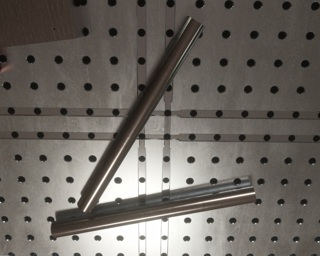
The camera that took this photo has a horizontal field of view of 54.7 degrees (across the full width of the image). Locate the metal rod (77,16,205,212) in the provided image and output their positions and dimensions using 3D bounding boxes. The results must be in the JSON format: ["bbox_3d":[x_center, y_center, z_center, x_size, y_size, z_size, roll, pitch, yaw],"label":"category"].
[{"bbox_3d":[-0.033,-0.006,0.410,0.025,0.025,0.298,29,107,-11],"label":"metal rod"}]

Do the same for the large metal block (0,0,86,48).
[{"bbox_3d":[-0.136,-0.138,0.347,0.080,0.050,0.079,-7,110,2],"label":"large metal block"}]

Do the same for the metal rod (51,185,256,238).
[{"bbox_3d":[-0.012,0.124,0.459,0.302,0.025,0.025,-11,110,3],"label":"metal rod"}]
